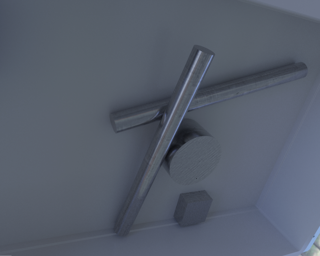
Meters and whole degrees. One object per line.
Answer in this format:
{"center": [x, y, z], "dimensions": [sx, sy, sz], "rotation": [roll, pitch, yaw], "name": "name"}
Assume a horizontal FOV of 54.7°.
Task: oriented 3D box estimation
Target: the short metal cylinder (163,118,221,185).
{"center": [0.038, 0.033, 0.436], "dimensions": [0.081, 0.050, 0.079], "rotation": [-14, 125, -21], "name": "short metal cylinder"}

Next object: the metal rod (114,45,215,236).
{"center": [-0.005, 0.036, 0.404], "dimensions": [0.025, 0.025, 0.298], "rotation": [5, 123, -31], "name": "metal rod"}

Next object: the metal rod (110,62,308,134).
{"center": [0.080, -0.047, 0.425], "dimensions": [0.302, 0.025, 0.025], "rotation": [-17, 126, -19], "name": "metal rod"}

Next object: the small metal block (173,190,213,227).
{"center": [0.056, 0.136, 0.526], "dimensions": [0.050, 0.025, 0.050], "rotation": [-1, 119, -28], "name": "small metal block"}
